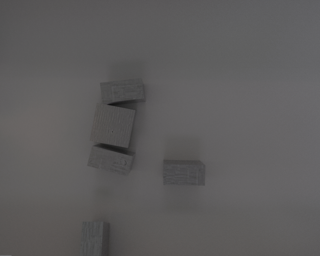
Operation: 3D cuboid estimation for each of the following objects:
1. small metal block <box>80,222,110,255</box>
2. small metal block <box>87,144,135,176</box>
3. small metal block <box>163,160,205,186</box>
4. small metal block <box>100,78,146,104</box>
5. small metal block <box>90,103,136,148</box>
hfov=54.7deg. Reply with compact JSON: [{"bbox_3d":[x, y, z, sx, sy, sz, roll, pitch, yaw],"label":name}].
[{"bbox_3d":[-0.082,0.145,0.391,0.025,0.050,0.050,0,71,0],"label":"small metal block"},{"bbox_3d":[-0.061,0.040,0.398,0.050,0.050,0.025,15,90,0],"label":"small metal block"},{"bbox_3d":[0.030,0.057,0.399,0.050,0.050,0.025,1,90,0],"label":"small metal block"},{"bbox_3d":[-0.046,-0.045,0.398,0.050,0.050,0.025,-7,90,0],"label":"small metal block"},{"bbox_3d":[-0.061,-0.003,0.411,0.050,0.025,0.050,11,90,0],"label":"small metal block"}]
